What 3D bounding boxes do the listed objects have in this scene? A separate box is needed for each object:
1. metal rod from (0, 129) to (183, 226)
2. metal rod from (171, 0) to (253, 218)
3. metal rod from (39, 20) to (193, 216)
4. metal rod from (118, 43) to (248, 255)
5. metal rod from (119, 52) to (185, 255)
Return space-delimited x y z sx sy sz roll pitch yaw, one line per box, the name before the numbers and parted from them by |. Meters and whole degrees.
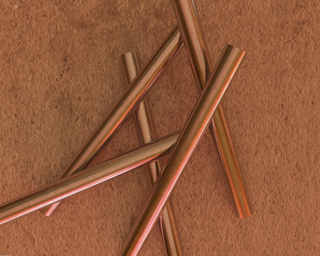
metal rod | -0.094 0.065 0.378 0.301 0.025 0.025 -22 90 -3
metal rod | 0.064 -0.024 0.372 0.025 0.025 0.298 -19 106 0
metal rod | -0.058 -0.008 0.389 0.025 0.025 0.299 39 98 0
metal rod | 0.018 0.045 0.368 0.025 0.025 0.298 26 107 0
metal rod | -0.008 0.049 0.409 0.025 0.025 0.298 -13 90 0
